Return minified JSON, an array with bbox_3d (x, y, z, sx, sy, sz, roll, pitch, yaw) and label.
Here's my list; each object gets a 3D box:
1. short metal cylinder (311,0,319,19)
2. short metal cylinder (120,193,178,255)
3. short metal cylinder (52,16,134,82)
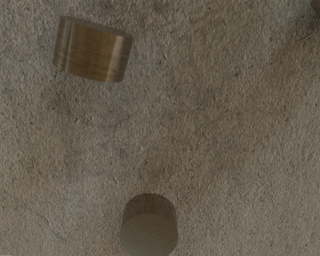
[{"bbox_3d":[0.214,-0.138,0.331,0.080,0.080,0.050,-41,105,13],"label":"short metal cylinder"},{"bbox_3d":[-0.015,0.142,0.449,0.081,0.050,0.079,0,110,0],"label":"short metal cylinder"},{"bbox_3d":[-0.074,-0.089,0.347,0.080,0.080,0.050,15,109,-6],"label":"short metal cylinder"}]
